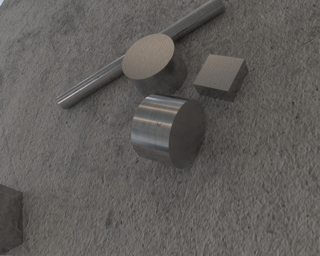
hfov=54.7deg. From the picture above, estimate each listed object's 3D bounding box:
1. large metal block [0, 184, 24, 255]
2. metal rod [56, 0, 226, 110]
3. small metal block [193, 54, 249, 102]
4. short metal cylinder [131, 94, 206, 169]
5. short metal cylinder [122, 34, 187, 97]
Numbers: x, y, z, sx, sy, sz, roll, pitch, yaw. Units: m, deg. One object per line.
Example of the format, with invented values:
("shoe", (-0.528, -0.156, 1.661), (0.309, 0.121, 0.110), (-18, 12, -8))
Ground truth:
("large metal block", (-0.243, 0.135, 0.433), (0.080, 0.050, 0.080), (-29, 52, 10))
("metal rod", (-0.035, -0.116, 0.493), (0.300, 0.025, 0.025), (-30, 52, 8))
("small metal block", (0.079, -0.066, 0.403), (0.050, 0.025, 0.050), (18, 71, 35))
("short metal cylinder", (0.012, 0.002, 0.361), (0.050, 0.080, 0.080), (13, 68, 33))
("short metal cylinder", (-0.007, -0.088, 0.446), (0.080, 0.050, 0.080), (-13, 56, 21))
